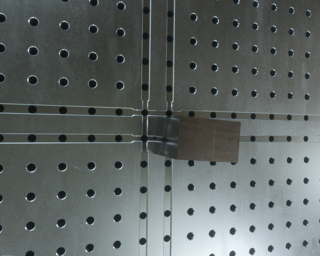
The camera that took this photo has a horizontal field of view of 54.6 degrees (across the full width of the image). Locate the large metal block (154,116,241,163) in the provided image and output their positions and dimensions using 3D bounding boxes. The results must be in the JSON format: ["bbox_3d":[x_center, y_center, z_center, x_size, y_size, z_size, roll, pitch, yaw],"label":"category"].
[{"bbox_3d":[0.045,0.014,0.400,0.081,0.080,0.050,5,89,-20],"label":"large metal block"}]
